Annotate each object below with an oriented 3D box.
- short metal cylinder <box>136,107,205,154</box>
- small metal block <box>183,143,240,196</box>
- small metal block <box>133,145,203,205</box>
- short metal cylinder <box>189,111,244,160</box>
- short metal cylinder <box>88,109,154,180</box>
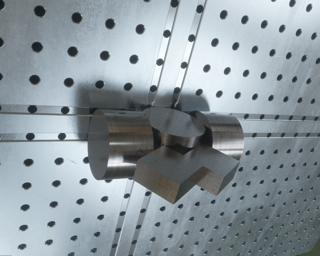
[{"bbox_3d":[0.011,0.013,0.389,0.081,0.080,0.050,1,118,-29],"label":"short metal cylinder"},{"bbox_3d":[0.056,0.045,0.354,0.050,0.050,0.025,-24,135,-54],"label":"small metal block"},{"bbox_3d":[0.009,0.047,0.324,0.050,0.050,0.025,-25,136,-54],"label":"small metal block"},{"bbox_3d":[0.067,0.017,0.422,0.050,0.080,0.079,1,118,-28],"label":"short metal cylinder"},{"bbox_3d":[-0.048,0.019,0.360,0.050,0.080,0.079,1,118,-29],"label":"short metal cylinder"}]
